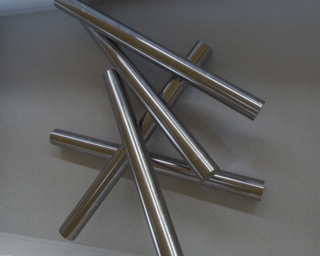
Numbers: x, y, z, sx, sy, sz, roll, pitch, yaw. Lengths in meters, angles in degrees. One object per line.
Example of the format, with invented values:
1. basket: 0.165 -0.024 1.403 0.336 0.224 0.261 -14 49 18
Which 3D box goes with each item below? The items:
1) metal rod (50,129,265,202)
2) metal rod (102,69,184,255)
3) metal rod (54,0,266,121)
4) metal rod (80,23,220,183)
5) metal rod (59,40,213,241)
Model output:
1. metal rod: -0.017 0.044 0.415 0.301 0.025 0.025 13 94 19
2. metal rod: -0.017 0.053 0.345 0.025 0.025 0.299 -30 61 17
3. metal rod: -0.013 -0.096 0.380 0.300 0.025 0.025 33 100 16
4. metal rod: -0.029 -0.059 0.386 0.025 0.025 0.300 -44 64 14
5. metal rod: -0.032 0.018 0.397 0.025 0.025 0.299 37 93 16
